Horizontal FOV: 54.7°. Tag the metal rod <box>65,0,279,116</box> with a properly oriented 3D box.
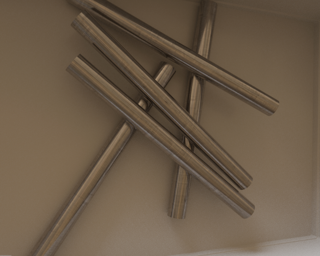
[{"bbox_3d":[0.024,-0.096,0.398,0.301,0.025,0.025,28,81,-10],"label":"metal rod"}]

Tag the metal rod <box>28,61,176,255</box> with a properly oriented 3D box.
[{"bbox_3d":[-0.069,0.042,0.385,0.025,0.025,0.300,36,78,-17],"label":"metal rod"}]

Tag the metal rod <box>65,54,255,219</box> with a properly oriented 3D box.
[{"bbox_3d":[0.012,0.020,0.388,0.300,0.025,0.025,41,77,-16],"label":"metal rod"}]

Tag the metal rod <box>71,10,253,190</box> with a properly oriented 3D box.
[{"bbox_3d":[0.013,-0.024,0.388,0.300,0.025,0.025,44,76,-15],"label":"metal rod"}]

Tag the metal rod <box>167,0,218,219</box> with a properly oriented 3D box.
[{"bbox_3d":[0.045,-0.027,0.428,0.025,0.025,0.298,10,87,-20],"label":"metal rod"}]
